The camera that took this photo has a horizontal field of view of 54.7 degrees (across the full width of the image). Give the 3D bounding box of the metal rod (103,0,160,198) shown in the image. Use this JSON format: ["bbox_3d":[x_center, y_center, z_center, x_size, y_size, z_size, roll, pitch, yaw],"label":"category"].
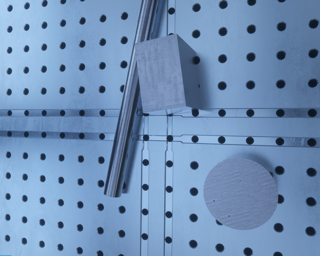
[{"bbox_3d":[-0.037,-0.052,0.425,0.025,0.025,0.298,13,94,19],"label":"metal rod"}]

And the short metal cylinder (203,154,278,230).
[{"bbox_3d":[0.096,0.073,0.365,0.080,0.050,0.080,0,90,20],"label":"short metal cylinder"}]

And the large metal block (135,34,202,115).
[{"bbox_3d":[0.013,-0.060,0.379,0.050,0.080,0.080,-8,87,20],"label":"large metal block"}]
